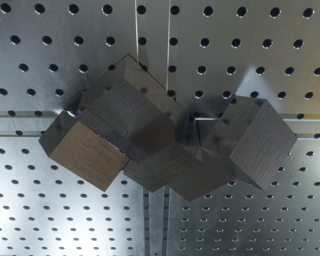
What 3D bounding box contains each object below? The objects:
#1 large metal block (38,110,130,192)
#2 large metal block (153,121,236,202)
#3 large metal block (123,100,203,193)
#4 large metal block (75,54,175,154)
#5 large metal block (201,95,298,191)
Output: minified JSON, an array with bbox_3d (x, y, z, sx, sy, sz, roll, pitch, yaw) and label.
[{"bbox_3d":[-0.097,0.027,0.388,0.080,0.080,0.050,41,80,-29],"label":"large metal block"},{"bbox_3d":[0.047,0.049,0.437,0.080,0.050,0.080,-34,121,25],"label":"large metal block"},{"bbox_3d":[0.003,0.022,0.393,0.080,0.080,0.050,-35,123,25],"label":"large metal block"},{"bbox_3d":[-0.040,-0.026,0.373,0.080,0.050,0.080,-33,123,26],"label":"large metal block"},{"bbox_3d":[0.111,0.018,0.383,0.080,0.050,0.080,41,79,-30],"label":"large metal block"}]
